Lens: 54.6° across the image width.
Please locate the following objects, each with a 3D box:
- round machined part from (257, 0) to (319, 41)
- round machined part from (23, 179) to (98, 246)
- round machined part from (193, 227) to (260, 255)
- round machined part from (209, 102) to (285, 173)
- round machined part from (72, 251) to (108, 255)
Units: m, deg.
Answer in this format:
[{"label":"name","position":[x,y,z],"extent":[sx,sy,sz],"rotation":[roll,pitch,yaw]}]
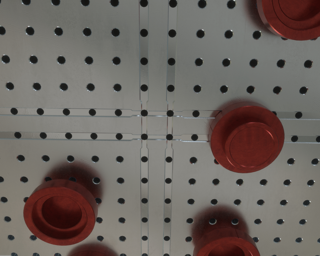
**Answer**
[{"label":"round machined part","position":[0.158,-0.151,0.350],"extent":[0.099,0.042,0.097],"rotation":[0,110,0]},{"label":"round machined part","position":[-0.139,0.116,0.446],"extent":[0.099,0.042,0.097],"rotation":[0,110,0]},{"label":"round machined part","position":[0.100,0.193,0.476],"extent":[0.099,0.042,0.097],"rotation":[0,110,0]},{"label":"round machined part","position":[0.116,0.018,0.412],"extent":[0.099,0.042,0.097],"rotation":[0,110,0]},{"label":"round machined part","position":[-0.114,0.250,0.496],"extent":[0.099,0.042,0.097],"rotation":[0,110,0]}]
